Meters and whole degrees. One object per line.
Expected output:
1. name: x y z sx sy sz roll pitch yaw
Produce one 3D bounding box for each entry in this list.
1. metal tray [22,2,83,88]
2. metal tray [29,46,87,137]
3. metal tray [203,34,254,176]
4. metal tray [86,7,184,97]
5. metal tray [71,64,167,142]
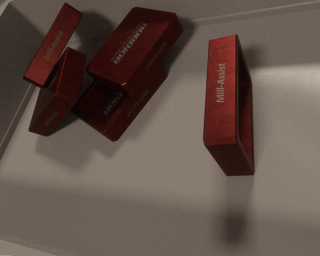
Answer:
1. metal tray: -0.174 -0.129 0.497 0.130 0.030 0.090 -62 24 -2
2. metal tray: -0.159 -0.052 0.476 0.129 0.030 0.090 -34 44 45
3. metal tray: 0.078 -0.023 0.336 0.030 0.090 0.130 -6 59 25
4. metal tray: -0.038 -0.115 0.452 0.090 0.030 0.130 25 75 36
5. metal tray: -0.062 -0.053 0.466 0.090 0.030 0.130 29 78 37
